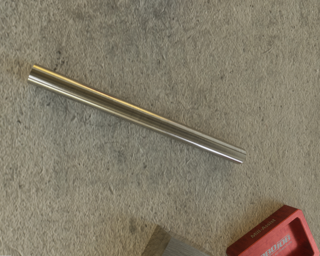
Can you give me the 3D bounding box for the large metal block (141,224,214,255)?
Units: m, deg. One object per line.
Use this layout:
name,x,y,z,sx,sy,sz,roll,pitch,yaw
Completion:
large metal block,0.019,0.186,0.404,0.080,0.050,0.080,32,79,-18

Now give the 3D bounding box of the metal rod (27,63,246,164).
metal rod,-0.015,-0.011,0.404,0.302,0.025,0.025,22,83,-19

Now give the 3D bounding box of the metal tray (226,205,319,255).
metal tray,0.175,0.190,0.473,0.131,0.030,0.090,-29,100,-18
